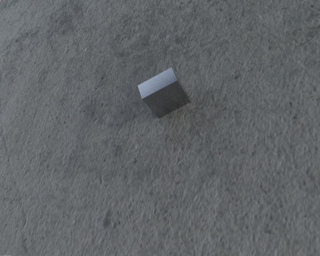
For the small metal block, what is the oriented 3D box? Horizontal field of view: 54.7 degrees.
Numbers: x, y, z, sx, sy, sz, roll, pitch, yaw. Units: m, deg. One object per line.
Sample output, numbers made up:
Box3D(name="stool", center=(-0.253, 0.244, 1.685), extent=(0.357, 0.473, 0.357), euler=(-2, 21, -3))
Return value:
Box3D(name="small metal block", center=(0.006, -0.045, 0.411), extent=(0.050, 0.050, 0.025), euler=(-27, 53, 11))
